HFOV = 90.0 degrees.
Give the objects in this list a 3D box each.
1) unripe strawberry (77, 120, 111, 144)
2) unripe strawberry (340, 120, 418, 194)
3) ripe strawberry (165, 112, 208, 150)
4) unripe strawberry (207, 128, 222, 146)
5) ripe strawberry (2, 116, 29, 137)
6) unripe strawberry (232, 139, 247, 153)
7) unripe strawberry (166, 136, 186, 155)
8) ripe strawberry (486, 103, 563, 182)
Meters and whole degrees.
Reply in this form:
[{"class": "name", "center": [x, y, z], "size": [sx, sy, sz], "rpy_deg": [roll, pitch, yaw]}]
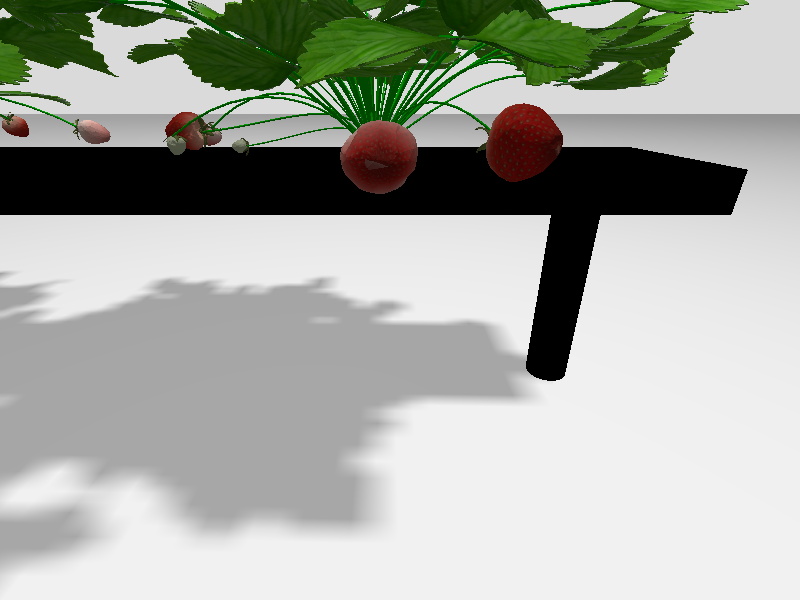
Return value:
[{"class": "unripe strawberry", "center": [-0.296, -0.162, 0.388], "size": [0.025, 0.022, 0.025], "rpy_deg": [7, 21, -27]}, {"class": "unripe strawberry", "center": [-0.009, -0.060, 0.171], "size": [0.034, 0.030, 0.031], "rpy_deg": [-2, 27, -4]}, {"class": "ripe strawberry", "center": [-0.182, -0.144, 0.341], "size": [0.031, 0.030, 0.034], "rpy_deg": [2, 26, 6]}, {"class": "unripe strawberry", "center": [-0.181, -0.156, 0.384], "size": [0.017, 0.017, 0.019], "rpy_deg": [39, 33, 2]}, {"class": "ripe strawberry", "center": [-0.463, -0.209, 0.485], "size": [0.025, 0.021, 0.025], "rpy_deg": [1, -22, 2]}, {"class": "unripe strawberry", "center": [-0.130, -0.125, 0.326], "size": [0.012, 0.010, 0.012], "rpy_deg": [-1, 26, -1]}, {"class": "unripe strawberry", "center": [-0.177, -0.122, 0.317], "size": [0.014, 0.014, 0.013], "rpy_deg": [6, 26, -7]}, {"class": "ripe strawberry", "center": [0.067, -0.083, 0.213], "size": [0.037, 0.039, 0.040], "rpy_deg": [-17, 32, -31]}]
